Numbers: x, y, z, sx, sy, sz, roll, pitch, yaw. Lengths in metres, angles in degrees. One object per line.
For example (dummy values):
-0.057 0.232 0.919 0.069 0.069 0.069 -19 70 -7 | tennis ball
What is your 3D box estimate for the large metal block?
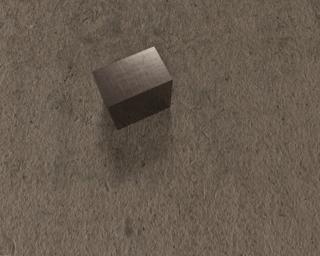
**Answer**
-0.032 -0.047 0.396 0.080 0.080 0.050 -25 72 -9 | large metal block
